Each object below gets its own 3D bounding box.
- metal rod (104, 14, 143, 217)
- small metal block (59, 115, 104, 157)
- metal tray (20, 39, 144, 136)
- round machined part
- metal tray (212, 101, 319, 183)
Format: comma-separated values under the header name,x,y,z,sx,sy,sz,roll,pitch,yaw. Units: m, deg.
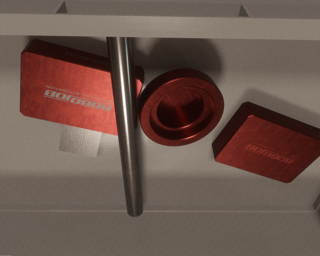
name,x,y,z,sx,sy,sz,roll,pitch,yaw
metal rod,-0.038,0.013,0.380,0.025,0.025,0.298,0,131,0
small metal block,-0.105,0.009,0.415,0.050,0.025,0.050,12,129,-11
metal tray,-0.093,-0.043,0.368,0.131,0.030,0.089,13,129,-11
round machined part,0.022,-0.028,0.367,0.099,0.042,0.097,-8,131,-9
metal tray,0.151,0.024,0.429,0.131,0.030,0.089,18,128,-16
